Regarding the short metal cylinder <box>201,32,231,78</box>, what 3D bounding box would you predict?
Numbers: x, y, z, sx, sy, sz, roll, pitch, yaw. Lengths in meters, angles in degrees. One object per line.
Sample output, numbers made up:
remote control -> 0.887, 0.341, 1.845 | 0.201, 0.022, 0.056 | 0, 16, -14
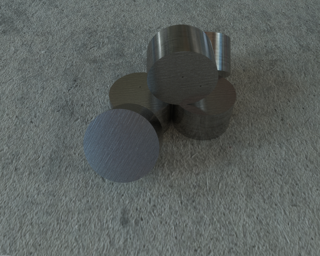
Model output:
short metal cylinder -> 0.060, -0.100, 0.445 | 0.081, 0.080, 0.050 | 0, 88, 0

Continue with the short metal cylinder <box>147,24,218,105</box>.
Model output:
short metal cylinder -> 0.025, -0.073, 0.366 | 0.081, 0.080, 0.050 | -1, 50, -1

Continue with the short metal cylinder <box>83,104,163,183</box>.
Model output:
short metal cylinder -> -0.038, 0.015, 0.347 | 0.080, 0.079, 0.050 | 6, 11, 4

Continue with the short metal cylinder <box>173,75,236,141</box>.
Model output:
short metal cylinder -> 0.057, -0.030, 0.413 | 0.081, 0.050, 0.080 | 0, 50, 0

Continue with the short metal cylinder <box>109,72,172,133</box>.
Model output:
short metal cylinder -> -0.024, -0.029, 0.412 | 0.081, 0.050, 0.080 | 0, 50, 0
